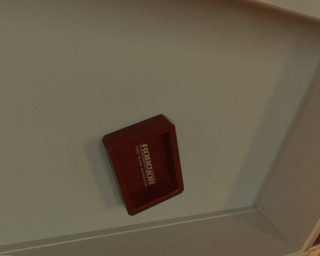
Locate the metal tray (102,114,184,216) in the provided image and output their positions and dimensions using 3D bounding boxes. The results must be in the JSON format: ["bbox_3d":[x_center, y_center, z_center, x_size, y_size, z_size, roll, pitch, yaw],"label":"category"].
[{"bbox_3d":[-0.019,0.054,0.430,0.091,0.030,0.129,-22,127,-16],"label":"metal tray"}]
